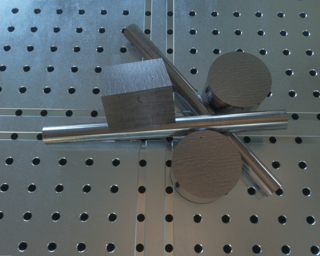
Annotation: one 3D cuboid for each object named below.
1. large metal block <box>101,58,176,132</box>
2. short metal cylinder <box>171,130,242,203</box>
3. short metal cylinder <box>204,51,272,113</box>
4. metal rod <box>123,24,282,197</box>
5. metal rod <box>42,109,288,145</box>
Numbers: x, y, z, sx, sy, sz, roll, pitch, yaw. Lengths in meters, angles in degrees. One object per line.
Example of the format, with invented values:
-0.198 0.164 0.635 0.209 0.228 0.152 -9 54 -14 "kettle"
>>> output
-0.029 -0.044 0.391 0.081 0.050 0.080 -9 36 -3 "large metal block"
0.054 0.048 0.377 0.081 0.050 0.080 0 70 0 "short metal cylinder"
0.101 -0.055 0.416 0.081 0.050 0.080 0 70 0 "short metal cylinder"
0.048 -0.034 0.421 0.025 0.025 0.300 -36 74 -12 "metal rod"
0.002 0.000 0.390 0.302 0.025 0.025 -4 70 5 "metal rod"
